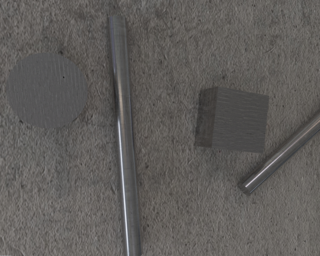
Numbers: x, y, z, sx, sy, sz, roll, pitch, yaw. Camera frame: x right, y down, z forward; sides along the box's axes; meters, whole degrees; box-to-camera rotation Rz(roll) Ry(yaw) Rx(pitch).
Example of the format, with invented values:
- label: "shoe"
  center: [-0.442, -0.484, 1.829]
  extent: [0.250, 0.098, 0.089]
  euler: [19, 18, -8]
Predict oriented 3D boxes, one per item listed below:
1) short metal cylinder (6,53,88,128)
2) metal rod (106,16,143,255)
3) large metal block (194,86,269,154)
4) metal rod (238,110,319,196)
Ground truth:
- label: "short metal cylinder"
  center: [-0.126, -0.040, 0.349]
  extent: [0.081, 0.050, 0.079]
  euler: [0, 90, -20]
- label: "metal rod"
  center: [-0.044, 0.012, 0.392]
  extent: [0.025, 0.025, 0.298]
  euler: [-5, 92, -20]
- label: "large metal block"
  center: [0.099, -0.009, 0.432]
  extent: [0.081, 0.050, 0.080]
  euler: [7, 88, -20]
- label: "metal rod"
  center: [0.239, 0.004, 0.497]
  extent: [0.301, 0.025, 0.025]
  euler: [-37, 102, -16]
